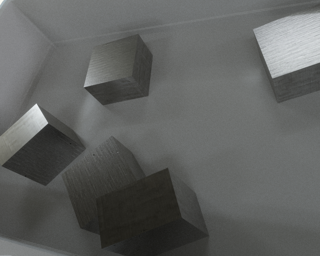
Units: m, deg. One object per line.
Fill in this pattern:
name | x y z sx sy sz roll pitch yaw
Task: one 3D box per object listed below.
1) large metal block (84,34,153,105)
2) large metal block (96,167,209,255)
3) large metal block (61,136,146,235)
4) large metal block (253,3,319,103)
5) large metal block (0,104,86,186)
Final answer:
large metal block | -0.061 -0.088 0.474 0.080 0.050 0.080 -9 58 23
large metal block | -0.006 0.092 0.316 0.080 0.080 0.050 -25 53 12
large metal block | -0.062 0.071 0.378 0.080 0.050 0.080 -38 51 2
large metal block | 0.162 -0.086 0.357 0.080 0.050 0.080 -18 55 17
large metal block | -0.169 0.026 0.441 0.080 0.080 0.050 -43 51 -2
